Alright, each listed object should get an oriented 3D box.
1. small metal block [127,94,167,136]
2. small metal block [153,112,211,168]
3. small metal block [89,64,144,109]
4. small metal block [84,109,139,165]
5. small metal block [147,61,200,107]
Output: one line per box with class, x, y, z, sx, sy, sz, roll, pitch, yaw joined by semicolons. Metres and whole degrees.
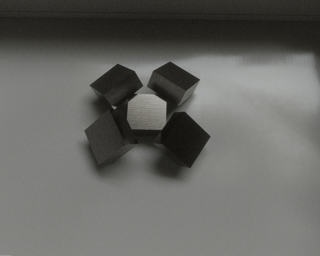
small metal block;-0.017;-0.017;0.413;0.050;0.025;0.050;2;70;0
small metal block;0.028;0.015;0.390;0.050;0.025;0.050;42;72;-22
small metal block;-0.059;-0.057;0.414;0.050;0.025;0.050;-41;38;-13
small metal block;-0.062;0.012;0.390;0.050;0.025;0.050;-37;70;27
small metal block;0.019;-0.061;0.417;0.050;0.025;0.050;33;36;11
